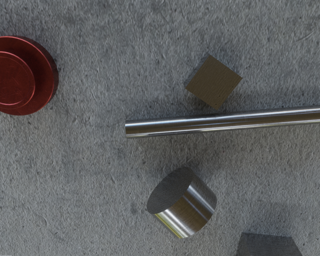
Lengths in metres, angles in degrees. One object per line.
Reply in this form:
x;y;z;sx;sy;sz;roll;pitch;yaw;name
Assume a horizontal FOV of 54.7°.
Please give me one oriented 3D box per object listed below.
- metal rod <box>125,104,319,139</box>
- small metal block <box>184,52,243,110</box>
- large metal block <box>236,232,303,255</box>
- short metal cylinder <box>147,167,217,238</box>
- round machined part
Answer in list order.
0.106;-0.010;0.407;0.302;0.025;0.025;-5;110;1;metal rod
0.065;-0.059;0.389;0.050;0.025;0.050;33;107;-12;small metal block
0.163;0.214;0.478;0.081;0.050;0.079;6;110;-3;large metal block
0.029;0.099;0.417;0.080;0.080;0.050;-39;106;13;short metal cylinder
-0.179;-0.061;0.376;0.099;0.042;0.097;0;110;-1;round machined part
